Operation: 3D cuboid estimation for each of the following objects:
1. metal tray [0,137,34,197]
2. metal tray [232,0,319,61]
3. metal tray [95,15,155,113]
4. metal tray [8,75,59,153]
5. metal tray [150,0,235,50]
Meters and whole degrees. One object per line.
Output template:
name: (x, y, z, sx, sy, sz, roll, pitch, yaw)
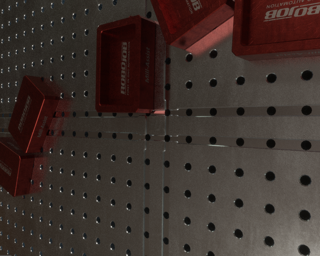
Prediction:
metal tray: (-0.323, 0.081, 0.668, 0.130, 0.030, 0.089, 21, 103, 37)
metal tray: (0.136, -0.115, 0.292, 0.130, 0.030, 0.089, 5, 93, 39)
metal tray: (-0.052, -0.087, 0.446, 0.090, 0.030, 0.129, 2, 91, 39)
metal tray: (-0.252, -0.026, 0.610, 0.090, 0.030, 0.129, 40, 114, 32)
metal tray: (0.030, -0.175, 0.379, 0.090, 0.030, 0.129, -29, 72, 36)
